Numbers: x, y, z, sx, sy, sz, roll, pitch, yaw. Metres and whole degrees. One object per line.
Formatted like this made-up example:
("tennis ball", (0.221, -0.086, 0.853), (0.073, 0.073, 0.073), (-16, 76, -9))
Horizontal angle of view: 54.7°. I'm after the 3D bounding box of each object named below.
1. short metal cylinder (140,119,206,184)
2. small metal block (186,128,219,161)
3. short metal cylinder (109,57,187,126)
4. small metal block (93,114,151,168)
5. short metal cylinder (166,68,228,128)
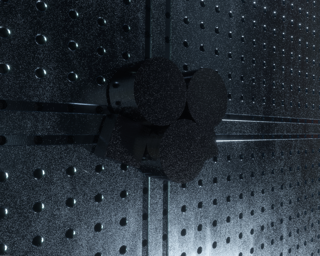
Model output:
("short metal cylinder", (0.014, 0.028, 0.400), (0.081, 0.050, 0.079), (0, 90, -40))
("small metal block", (0.056, 0.022, 0.453), (0.050, 0.025, 0.050), (-18, 102, -39))
("short metal cylinder", (-0.014, -0.042, 0.377), (0.081, 0.050, 0.079), (0, 90, -40))
("small metal block", (-0.044, 0.016, 0.368), (0.050, 0.025, 0.050), (26, 74, -37))
("short metal cylinder", (0.048, -0.040, 0.429), (0.081, 0.050, 0.079), (0, 90, -40))
